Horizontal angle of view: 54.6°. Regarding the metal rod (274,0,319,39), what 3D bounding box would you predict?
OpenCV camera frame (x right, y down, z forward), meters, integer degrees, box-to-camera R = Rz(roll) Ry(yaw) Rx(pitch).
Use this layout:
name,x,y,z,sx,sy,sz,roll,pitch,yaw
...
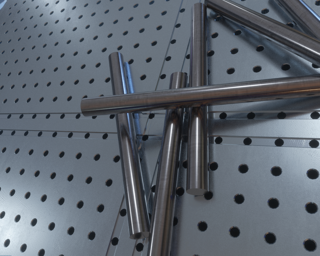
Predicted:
name,x,y,z,sx,sy,sz,roll,pitch,yaw
metal rod,0.202,-0.092,0.358,0.025,0.025,0.300,-27,52,11

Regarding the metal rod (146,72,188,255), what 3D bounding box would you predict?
name,x,y,z,sx,sy,sz,roll,pitch,yaw
metal rod,0.009,0.059,0.368,0.025,0.025,0.300,-6,59,25

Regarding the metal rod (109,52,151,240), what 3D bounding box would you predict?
name,x,y,z,sx,sy,sz,roll,pitch,yaw
metal rod,-0.048,0.001,0.433,0.025,0.025,0.300,-23,53,14

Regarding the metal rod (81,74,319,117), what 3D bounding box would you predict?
name,x,y,z,sx,sy,sz,roll,pitch,yaw
metal rod,0.046,-0.038,0.375,0.301,0.025,0.025,-4,59,14

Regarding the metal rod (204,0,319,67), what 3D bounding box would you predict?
name,x,y,z,sx,sy,sz,roll,pitch,yaw
metal rod,0.148,-0.118,0.385,0.025,0.025,0.300,-40,46,1

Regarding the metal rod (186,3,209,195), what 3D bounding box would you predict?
name,x,y,z,sx,sy,sz,roll,pitch,yaw
metal rod,0.052,-0.059,0.417,0.025,0.025,0.300,-10,57,23
